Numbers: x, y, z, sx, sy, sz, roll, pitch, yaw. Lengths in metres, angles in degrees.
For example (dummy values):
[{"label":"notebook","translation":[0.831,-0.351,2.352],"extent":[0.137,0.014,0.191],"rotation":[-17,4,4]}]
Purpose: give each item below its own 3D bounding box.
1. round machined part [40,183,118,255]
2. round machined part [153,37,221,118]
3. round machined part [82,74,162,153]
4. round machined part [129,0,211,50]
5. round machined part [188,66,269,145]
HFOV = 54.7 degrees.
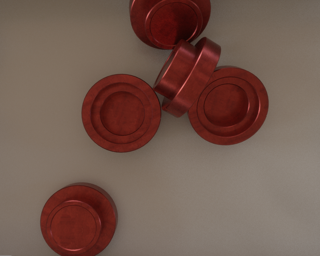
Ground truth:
[{"label":"round machined part","translation":[-0.107,0.123,0.402],"extent":[0.099,0.042,0.097],"rotation":[0,90,0]},{"label":"round machined part","translation":[0.026,-0.064,0.364],"extent":[0.042,0.098,0.098],"rotation":[29,90,-10]},{"label":"round machined part","translation":[-0.047,-0.018,0.402],"extent":[0.099,0.042,0.097],"rotation":[0,90,0]},{"label":"round machined part","translation":[0.013,-0.135,0.373],"extent":[0.099,0.098,0.042],"rotation":[-11,50,0]},{"label":"round machined part","translation":[0.082,-0.031,0.394],"extent":[0.099,0.042,0.097],"rotation":[-1,108,-2]}]
